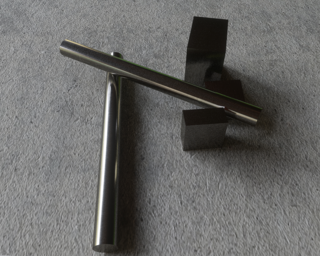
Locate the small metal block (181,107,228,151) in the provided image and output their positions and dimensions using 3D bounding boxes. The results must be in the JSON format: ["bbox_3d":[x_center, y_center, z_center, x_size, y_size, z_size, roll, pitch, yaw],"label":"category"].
[{"bbox_3d":[0.053,0.002,0.386,0.050,0.050,0.025,-4,51,-4],"label":"small metal block"}]

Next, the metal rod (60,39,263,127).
[{"bbox_3d":[-0.011,-0.067,0.424,0.301,0.025,0.025,23,54,18],"label":"metal rod"}]

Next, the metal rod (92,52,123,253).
[{"bbox_3d":[-0.062,0.003,0.399,0.025,0.025,0.300,-2,50,-2],"label":"metal rod"}]

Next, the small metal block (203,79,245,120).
[{"bbox_3d":[0.088,-0.038,0.428,0.050,0.025,0.050,-4,67,-4],"label":"small metal block"}]

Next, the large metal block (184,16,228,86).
[{"bbox_3d":[0.067,-0.105,0.457,0.050,0.080,0.080,8,50,7],"label":"large metal block"}]
